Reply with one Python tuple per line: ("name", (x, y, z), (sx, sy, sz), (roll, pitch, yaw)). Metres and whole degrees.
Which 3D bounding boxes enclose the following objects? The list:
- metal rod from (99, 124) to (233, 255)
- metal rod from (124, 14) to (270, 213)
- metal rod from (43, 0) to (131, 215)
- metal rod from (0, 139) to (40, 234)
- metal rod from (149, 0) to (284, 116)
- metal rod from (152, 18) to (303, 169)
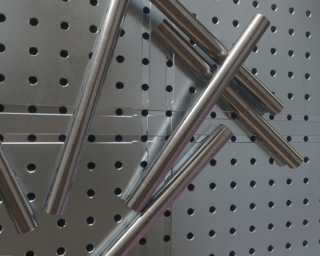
("metal rod", (-0.007, 0.107, 0.409), (0.301, 0.025, 0.025), (-45, 104, -14))
("metal rod", (0.050, -0.021, 0.407), (0.025, 0.025, 0.300), (36, 87, -17))
("metal rod", (-0.084, -0.044, 0.381), (0.025, 0.025, 0.299), (18, 84, -19))
("metal rod", (-0.206, -0.022, 0.336), (0.025, 0.025, 0.299), (-24, 98, -18))
("metal rod", (0.068, -0.114, 0.423), (0.301, 0.025, 0.025), (37, 78, -21))
("metal rod", (0.106, -0.041, 0.451), (0.300, 0.025, 0.025), (41, 77, -15))
